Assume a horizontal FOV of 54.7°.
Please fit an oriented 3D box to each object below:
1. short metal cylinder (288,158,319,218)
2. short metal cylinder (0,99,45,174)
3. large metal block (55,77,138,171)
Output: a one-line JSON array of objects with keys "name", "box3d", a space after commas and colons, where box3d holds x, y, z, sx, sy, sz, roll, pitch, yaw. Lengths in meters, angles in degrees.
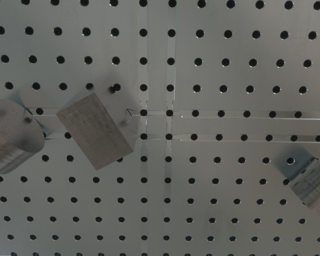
[{"name": "short metal cylinder", "box3d": [0.223, 0.086, 0.418, 0.080, 0.080, 0.050, 36, 106, -13]}, {"name": "short metal cylinder", "box3d": [-0.193, 0.010, 0.386, 0.050, 0.080, 0.080, -34, 107, 12]}, {"name": "large metal block", "box3d": [-0.071, -0.008, 0.380, 0.050, 0.080, 0.080, -28, 108, 10]}]
